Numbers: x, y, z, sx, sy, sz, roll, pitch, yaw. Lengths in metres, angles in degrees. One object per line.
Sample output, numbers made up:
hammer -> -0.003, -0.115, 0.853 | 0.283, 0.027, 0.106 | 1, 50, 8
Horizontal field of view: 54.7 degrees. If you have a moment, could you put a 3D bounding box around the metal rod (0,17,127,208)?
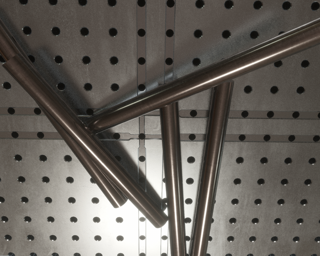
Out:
metal rod -> -0.132, -0.013, 0.406 | 0.025, 0.025, 0.299 | -28, 108, 9

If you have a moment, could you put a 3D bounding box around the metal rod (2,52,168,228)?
metal rod -> -0.083, 0.031, 0.407 | 0.025, 0.025, 0.300 | -33, 113, 11

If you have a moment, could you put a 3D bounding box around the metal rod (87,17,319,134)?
metal rod -> 0.042, -0.053, 0.356 | 0.300, 0.025, 0.025 | -21, 110, 22

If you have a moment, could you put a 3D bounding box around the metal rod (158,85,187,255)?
metal rod -> 0.021, 0.086, 0.445 | 0.025, 0.025, 0.298 | -4, 110, 1

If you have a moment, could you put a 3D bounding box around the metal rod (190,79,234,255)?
metal rod -> 0.070, 0.079, 0.443 | 0.025, 0.025, 0.298 | 4, 110, -2
